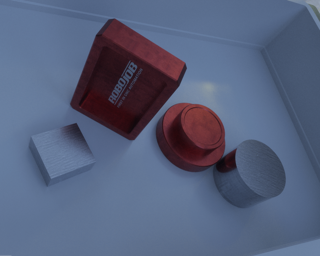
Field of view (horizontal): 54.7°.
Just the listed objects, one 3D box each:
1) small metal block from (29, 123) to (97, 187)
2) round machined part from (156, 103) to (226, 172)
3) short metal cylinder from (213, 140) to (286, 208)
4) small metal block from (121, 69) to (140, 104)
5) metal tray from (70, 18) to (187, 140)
[{"bbox_3d":[-0.105,0.028,0.333,0.050,0.025,0.050,-20,73,-36],"label":"small metal block"},{"bbox_3d":[0.048,0.007,0.418,0.099,0.042,0.098,14,56,-21],"label":"round machined part"},{"bbox_3d":[0.120,0.062,0.419,0.081,0.050,0.080,14,56,-21],"label":"short metal cylinder"},{"bbox_3d":[-0.032,-0.064,0.401,0.025,0.050,0.050,1,32,-28],"label":"small metal block"},{"bbox_3d":[-0.041,-0.045,0.345,0.090,0.129,0.030,30,52,-10],"label":"metal tray"}]
